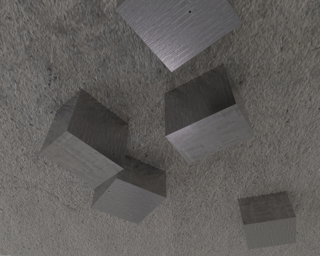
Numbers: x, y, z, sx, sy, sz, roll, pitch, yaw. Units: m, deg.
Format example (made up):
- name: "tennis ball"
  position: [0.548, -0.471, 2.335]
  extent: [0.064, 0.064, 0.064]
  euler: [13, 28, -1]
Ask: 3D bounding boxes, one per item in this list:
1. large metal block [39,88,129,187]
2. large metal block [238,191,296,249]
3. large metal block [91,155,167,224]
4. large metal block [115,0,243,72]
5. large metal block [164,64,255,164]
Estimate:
- name: "large metal block"
  position: [-0.088, 0.012, 0.380]
  extent: [0.050, 0.080, 0.080]
  euler: [-35, 122, 26]
- name: "large metal block"
  position: [0.182, 0.158, 0.527]
  extent: [0.080, 0.050, 0.080]
  euler: [-12, 129, 10]
- name: "large metal block"
  position: [-0.046, 0.093, 0.469]
  extent: [0.080, 0.050, 0.080]
  euler: [26, 125, -21]
- name: "large metal block"
  position: [0.018, -0.115, 0.293]
  extent: [0.080, 0.050, 0.080]
  euler: [-32, 124, 24]
- name: "large metal block"
  position: [0.053, -0.017, 0.357]
  extent: [0.080, 0.080, 0.050]
  euler: [-25, 126, 20]
